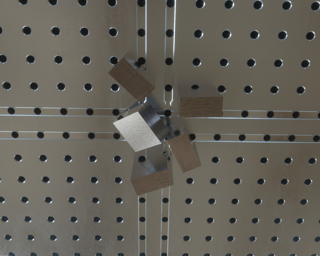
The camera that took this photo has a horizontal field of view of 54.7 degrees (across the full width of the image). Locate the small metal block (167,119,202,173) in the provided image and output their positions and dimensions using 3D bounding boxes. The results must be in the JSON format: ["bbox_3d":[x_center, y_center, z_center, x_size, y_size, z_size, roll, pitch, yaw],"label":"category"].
[{"bbox_3d":[0.030,0.023,0.409,0.025,0.050,0.050,-24,109,8],"label":"small metal block"}]

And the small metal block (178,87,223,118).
[{"bbox_3d":[0.049,-0.033,0.389,0.050,0.050,0.025,-1,110,0],"label":"small metal block"}]

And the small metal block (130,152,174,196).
[{"bbox_3d":[-0.010,0.062,0.423,0.050,0.050,0.025,-18,109,6],"label":"small metal block"}]

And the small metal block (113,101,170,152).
[{"bbox_3d":[-0.024,-0.001,0.400,0.050,0.025,0.050,-21,112,42],"label":"small metal block"}]

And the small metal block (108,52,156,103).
[{"bbox_3d":[-0.032,-0.063,0.377,0.050,0.050,0.025,43,104,-15],"label":"small metal block"}]
